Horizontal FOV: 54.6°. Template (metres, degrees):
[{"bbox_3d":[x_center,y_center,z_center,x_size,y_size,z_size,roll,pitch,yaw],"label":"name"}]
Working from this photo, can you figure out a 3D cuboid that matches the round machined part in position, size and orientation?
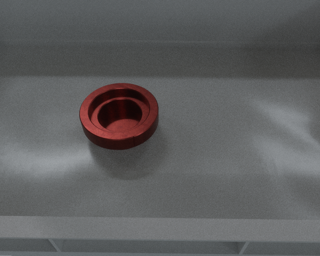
[{"bbox_3d":[-0.051,-0.010,0.403,0.099,0.042,0.098,0,50,0],"label":"round machined part"}]
